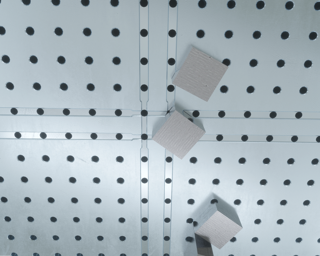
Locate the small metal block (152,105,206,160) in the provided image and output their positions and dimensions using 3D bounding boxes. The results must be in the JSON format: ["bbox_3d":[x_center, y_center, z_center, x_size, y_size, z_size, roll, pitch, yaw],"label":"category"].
[{"bbox_3d":[0.024,0.006,0.416,0.050,0.025,0.050,36,106,-12],"label":"small metal block"}]

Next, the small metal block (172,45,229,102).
[{"bbox_3d":[0.049,-0.068,0.388,0.050,0.025,0.050,27,108,-10],"label":"small metal block"}]

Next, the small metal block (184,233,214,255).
[{"bbox_3d":[0.058,0.196,0.472,0.025,0.050,0.050,17,109,-6],"label":"small metal block"}]

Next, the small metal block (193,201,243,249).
[{"bbox_3d":[0.086,0.147,0.468,0.050,0.025,0.050,37,106,-13],"label":"small metal block"}]
